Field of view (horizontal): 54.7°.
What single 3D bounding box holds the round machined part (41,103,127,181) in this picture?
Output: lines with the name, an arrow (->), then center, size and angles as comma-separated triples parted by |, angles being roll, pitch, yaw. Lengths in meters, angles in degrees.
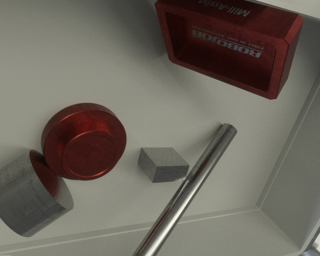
round machined part -> -0.085, 0.023, 0.366 | 0.099, 0.042, 0.097 | -14, 124, -21

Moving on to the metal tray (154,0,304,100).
metal tray -> 0.064, -0.085, 0.308 | 0.030, 0.130, 0.090 | -56, 156, -17

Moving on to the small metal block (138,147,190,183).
small metal block -> 0.004, 0.050, 0.427 | 0.050, 0.050, 0.025 | 2, 114, -30

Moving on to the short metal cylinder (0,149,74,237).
short metal cylinder -> -0.140, 0.071, 0.341 | 0.050, 0.080, 0.080 | -34, 129, -6

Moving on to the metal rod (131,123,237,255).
metal rod -> 0.020, 0.109, 0.413 | 0.301, 0.025, 0.025 | -51, 133, -23
